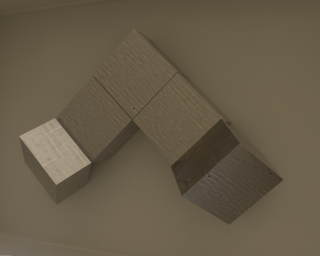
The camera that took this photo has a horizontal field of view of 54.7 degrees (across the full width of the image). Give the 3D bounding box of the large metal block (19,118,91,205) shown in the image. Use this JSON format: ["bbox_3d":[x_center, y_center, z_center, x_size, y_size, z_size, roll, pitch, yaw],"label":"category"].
[{"bbox_3d":[-0.142,0.047,0.423,0.080,0.050,0.080,48,147,13],"label":"large metal block"}]

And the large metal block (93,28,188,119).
[{"bbox_3d":[-0.024,-0.067,0.404,0.080,0.050,0.080,-46,76,14],"label":"large metal block"}]

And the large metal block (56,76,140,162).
[{"bbox_3d":[-0.079,-0.012,0.423,0.080,0.050,0.080,-46,76,14],"label":"large metal block"}]

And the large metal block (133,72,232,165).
[{"bbox_3d":[0.028,-0.009,0.385,0.080,0.050,0.080,-46,76,14],"label":"large metal block"}]

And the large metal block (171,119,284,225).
[{"bbox_3d":[0.073,0.050,0.347,0.080,0.050,0.080,36,106,-29],"label":"large metal block"}]
